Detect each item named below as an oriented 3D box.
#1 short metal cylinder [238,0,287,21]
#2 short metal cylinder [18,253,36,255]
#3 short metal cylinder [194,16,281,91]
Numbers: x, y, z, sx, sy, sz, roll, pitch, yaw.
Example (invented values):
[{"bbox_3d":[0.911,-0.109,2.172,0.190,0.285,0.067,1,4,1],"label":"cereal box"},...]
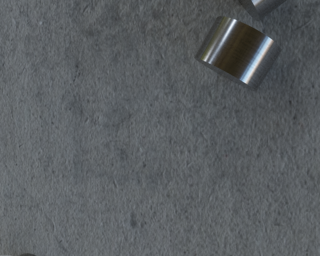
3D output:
[{"bbox_3d":[0.108,-0.167,0.342,0.050,0.080,0.080,-36,79,16],"label":"short metal cylinder"},{"bbox_3d":[-0.216,0.240,0.470,0.080,0.050,0.079,0,90,19],"label":"short metal cylinder"},{"bbox_3d":[0.086,-0.082,0.349,0.080,0.080,0.050,32,100,17],"label":"short metal cylinder"}]
